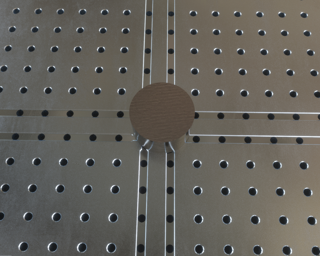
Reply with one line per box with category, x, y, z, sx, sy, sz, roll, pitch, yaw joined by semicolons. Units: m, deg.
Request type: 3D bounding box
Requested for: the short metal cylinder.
short metal cylinder;0.003;-0.012;0.403;0.080;0.050;0.080;0;70;0
